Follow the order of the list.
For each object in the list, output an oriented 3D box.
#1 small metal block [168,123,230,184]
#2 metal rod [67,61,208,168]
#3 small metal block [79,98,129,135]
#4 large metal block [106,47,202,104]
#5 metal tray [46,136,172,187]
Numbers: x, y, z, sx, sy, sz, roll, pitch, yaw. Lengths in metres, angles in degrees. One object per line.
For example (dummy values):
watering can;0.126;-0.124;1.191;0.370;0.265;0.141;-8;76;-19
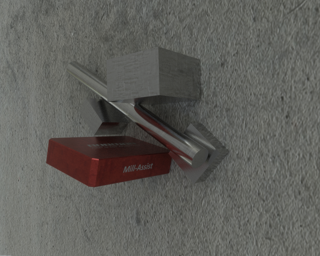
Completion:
small metal block;0.046;0.029;0.368;0.050;0.025;0.050;49;119;28
metal rod;-0.051;-0.034;0.429;0.300;0.025;0.025;35;112;39
small metal block;-0.082;-0.017;0.455;0.050;0.050;0.025;52;120;27
large metal block;-0.006;-0.057;0.372;0.080;0.081;0.050;-2;89;39
metal tray;-0.058;0.036;0.384;0.090;0.131;0.030;16;100;39
